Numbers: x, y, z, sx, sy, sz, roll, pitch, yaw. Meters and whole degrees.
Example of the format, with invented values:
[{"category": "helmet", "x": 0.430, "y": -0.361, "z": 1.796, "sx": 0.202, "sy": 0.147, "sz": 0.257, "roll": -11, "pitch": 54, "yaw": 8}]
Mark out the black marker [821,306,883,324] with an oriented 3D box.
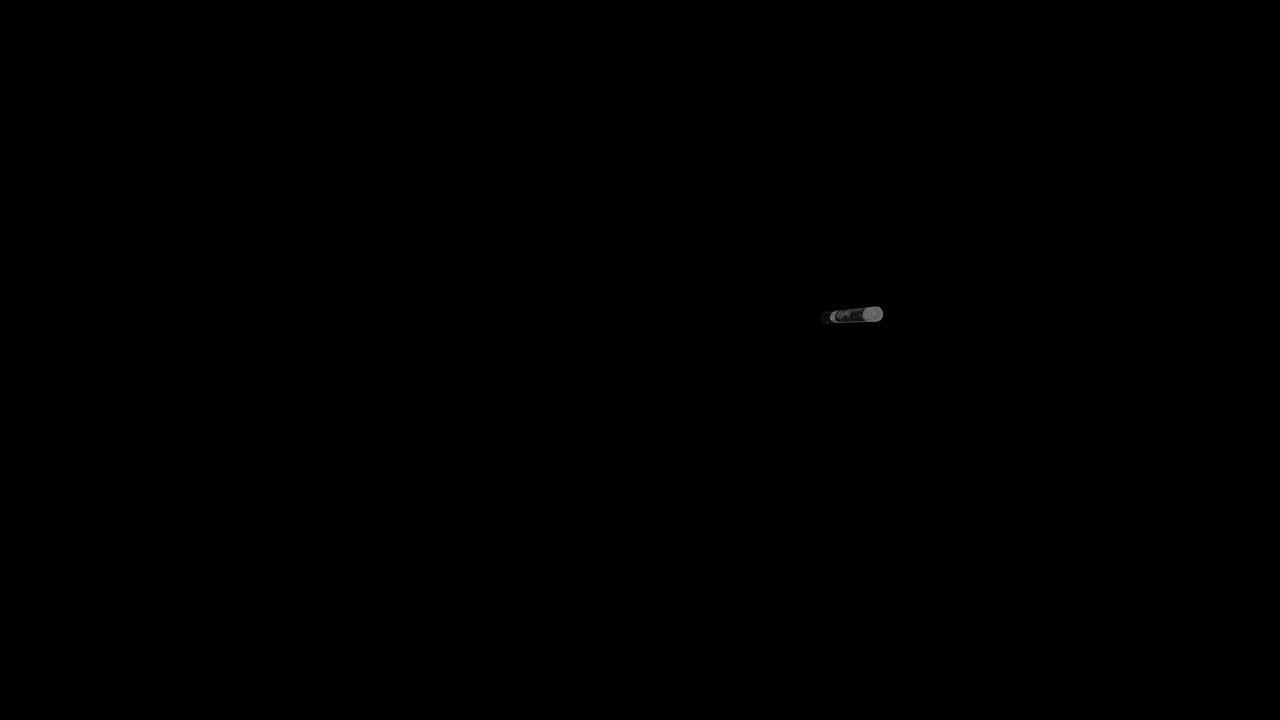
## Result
[{"category": "black marker", "x": 0.271, "y": -0.057, "z": 0.800, "sx": 0.020, "sy": 0.020, "sz": 0.121, "roll": 0, "pitch": 2, "yaw": -13}]
